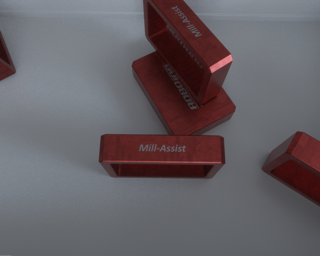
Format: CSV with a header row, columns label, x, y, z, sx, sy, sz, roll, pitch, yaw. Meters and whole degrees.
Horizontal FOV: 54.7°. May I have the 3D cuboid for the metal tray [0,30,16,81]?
label,x,y,z,sx,sy,sz,roll,pitch,yaw
metal tray,-0.246,-0.125,0.395,0.030,0.130,0.090,-28,73,0

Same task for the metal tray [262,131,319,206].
label,x,y,z,sx,sy,sz,roll,pitch,yaw
metal tray,0.193,0.062,0.354,0.130,0.090,0.030,33,73,11

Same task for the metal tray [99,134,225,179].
label,x,y,z,sx,sy,sz,roll,pitch,yaw
metal tray,0.002,0.036,0.362,0.131,0.090,0.030,1,70,0

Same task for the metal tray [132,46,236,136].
label,x,y,z,sx,sy,sz,roll,pitch,yaw
metal tray,0.030,-0.052,0.426,0.090,0.030,0.130,-28,73,-10

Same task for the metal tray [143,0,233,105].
label,x,y,z,sx,sy,sz,roll,pitch,yaw
metal tray,0.028,-0.101,0.379,0.030,0.090,0.130,-33,74,-11
